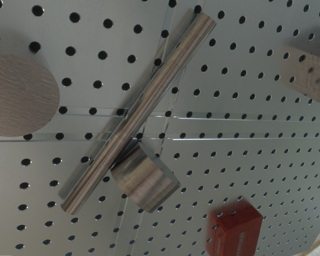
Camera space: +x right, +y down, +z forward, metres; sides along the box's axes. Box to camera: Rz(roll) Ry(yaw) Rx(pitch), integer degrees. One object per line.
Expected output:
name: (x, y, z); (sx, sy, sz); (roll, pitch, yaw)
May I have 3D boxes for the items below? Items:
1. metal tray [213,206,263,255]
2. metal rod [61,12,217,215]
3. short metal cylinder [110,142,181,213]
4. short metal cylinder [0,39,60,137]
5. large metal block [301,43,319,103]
metal tray: (0.159, 0.230, 0.641); (0.091, 0.030, 0.129); (-15, 125, -20)
metal rod: (-0.032, -0.011, 0.388); (0.025, 0.025, 0.299); (30, 102, -38)
short metal cylinder: (-0.018, 0.064, 0.407); (0.050, 0.080, 0.080); (-44, 130, 2)
short metal cylinder: (-0.141, -0.038, 0.295); (0.081, 0.050, 0.079); (-14, 125, -21)
large metal block: (0.276, -0.094, 0.491); (0.080, 0.050, 0.080); (-27, 128, -12)
